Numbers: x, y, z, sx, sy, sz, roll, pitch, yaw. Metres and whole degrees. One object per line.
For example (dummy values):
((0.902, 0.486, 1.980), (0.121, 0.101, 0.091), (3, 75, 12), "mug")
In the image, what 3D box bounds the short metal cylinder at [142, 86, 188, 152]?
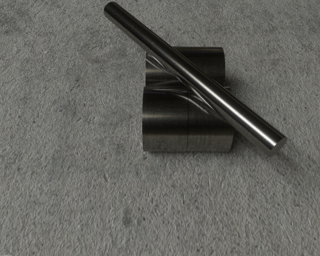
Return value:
((0.006, -0.011, 0.378), (0.050, 0.080, 0.080), (1, 50, 0), "short metal cylinder")

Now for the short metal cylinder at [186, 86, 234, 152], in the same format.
((0.057, -0.011, 0.379), (0.050, 0.080, 0.080), (1, 50, 0), "short metal cylinder")

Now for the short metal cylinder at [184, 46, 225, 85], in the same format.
((0.058, -0.072, 0.430), (0.050, 0.080, 0.080), (1, 50, 0), "short metal cylinder")

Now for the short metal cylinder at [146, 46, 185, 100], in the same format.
((0.007, -0.073, 0.430), (0.050, 0.080, 0.080), (1, 50, 0), "short metal cylinder")

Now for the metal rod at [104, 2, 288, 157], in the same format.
((0.020, -0.075, 0.364), (0.025, 0.025, 0.300), (-29, 56, -22), "metal rod")
